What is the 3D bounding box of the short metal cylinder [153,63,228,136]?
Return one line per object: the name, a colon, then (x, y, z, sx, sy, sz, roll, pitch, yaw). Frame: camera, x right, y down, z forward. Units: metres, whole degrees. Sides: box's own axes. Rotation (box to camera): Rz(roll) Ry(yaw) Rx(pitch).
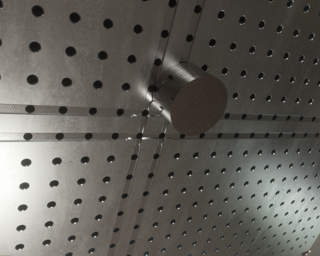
short metal cylinder: (0.038, -0.037, 0.395, 0.081, 0.050, 0.079, -14, 125, -21)
